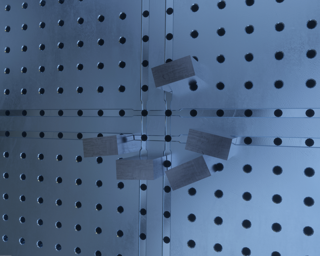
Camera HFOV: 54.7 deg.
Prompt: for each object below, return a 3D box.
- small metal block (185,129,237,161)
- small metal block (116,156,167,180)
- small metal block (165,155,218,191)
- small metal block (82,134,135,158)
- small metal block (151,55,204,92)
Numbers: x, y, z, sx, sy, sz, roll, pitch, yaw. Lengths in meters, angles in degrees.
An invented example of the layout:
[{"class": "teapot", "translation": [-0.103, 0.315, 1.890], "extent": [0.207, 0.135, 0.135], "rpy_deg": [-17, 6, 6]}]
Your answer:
[{"class": "small metal block", "translation": [0.063, 0.018, 0.377], "extent": [0.050, 0.050, 0.025], "rpy_deg": [14, 95, 19]}, {"class": "small metal block", "translation": [-0.023, 0.052, 0.407], "extent": [0.050, 0.050, 0.025], "rpy_deg": [-3, 89, 19]}, {"class": "small metal block", "translation": [0.041, 0.053, 0.384], "extent": [0.050, 0.050, 0.025], "rpy_deg": [-25, 82, 18]}, {"class": "small metal block", "translation": [-0.069, 0.024, 0.422], "extent": [0.050, 0.050, 0.025], "rpy_deg": [-6, 88, 19]}, {"class": "small metal block", "translation": [0.024, -0.067, 0.390], "extent": [0.050, 0.050, 0.025], "rpy_deg": [-15, 85, 19]}]
